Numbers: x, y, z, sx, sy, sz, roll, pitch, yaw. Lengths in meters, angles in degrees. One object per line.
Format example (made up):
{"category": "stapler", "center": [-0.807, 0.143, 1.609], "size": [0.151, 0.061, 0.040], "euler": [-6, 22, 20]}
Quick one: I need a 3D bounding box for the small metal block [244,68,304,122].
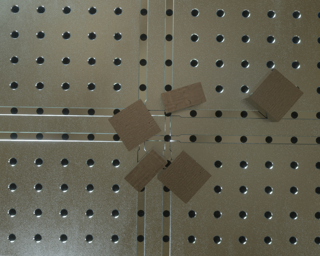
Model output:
{"category": "small metal block", "center": [0.152, -0.043, 0.415], "size": [0.050, 0.025, 0.050], "euler": [41, 90, -1]}

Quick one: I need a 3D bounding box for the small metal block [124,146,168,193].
{"category": "small metal block", "center": [-0.017, 0.052, 0.401], "size": [0.025, 0.050, 0.050], "euler": [44, 90, -1]}

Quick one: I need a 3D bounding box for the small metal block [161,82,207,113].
{"category": "small metal block", "center": [0.029, -0.037, 0.401], "size": [0.050, 0.050, 0.025], "euler": [-17, 90, 0]}

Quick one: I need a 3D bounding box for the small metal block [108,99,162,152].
{"category": "small metal block", "center": [-0.033, -0.004, 0.413], "size": [0.050, 0.025, 0.050], "euler": [-33, 90, -1]}

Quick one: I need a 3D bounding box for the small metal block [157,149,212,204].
{"category": "small metal block", "center": [0.032, 0.064, 0.414], "size": [0.050, 0.025, 0.050], "euler": [42, 90, -1]}
